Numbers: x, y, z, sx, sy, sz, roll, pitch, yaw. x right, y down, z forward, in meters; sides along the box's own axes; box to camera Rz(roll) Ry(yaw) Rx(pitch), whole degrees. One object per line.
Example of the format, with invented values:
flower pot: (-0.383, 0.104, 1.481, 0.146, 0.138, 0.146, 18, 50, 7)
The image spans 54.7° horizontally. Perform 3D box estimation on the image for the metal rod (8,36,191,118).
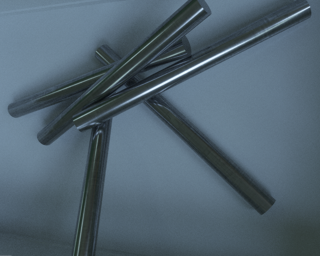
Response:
metal rod: (-0.099, -0.062, 0.423, 0.300, 0.025, 0.025, -15, 85, 26)

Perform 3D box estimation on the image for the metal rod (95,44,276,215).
metal rod: (0.023, -0.007, 0.401, 0.300, 0.025, 0.025, 44, 103, 14)

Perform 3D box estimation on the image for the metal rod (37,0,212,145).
metal rod: (-0.064, -0.054, 0.383, 0.299, 0.025, 0.025, -33, 80, 32)

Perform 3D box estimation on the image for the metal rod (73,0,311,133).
metal rod: (0.031, -0.071, 0.371, 0.301, 0.025, 0.025, -26, 82, 7)

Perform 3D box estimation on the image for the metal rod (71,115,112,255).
metal rod: (-0.080, 0.075, 0.367, 0.025, 0.025, 0.299, -8, 60, 19)
